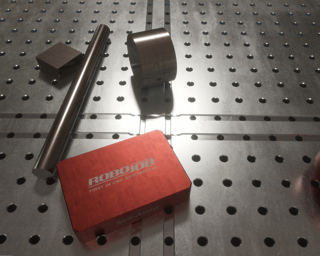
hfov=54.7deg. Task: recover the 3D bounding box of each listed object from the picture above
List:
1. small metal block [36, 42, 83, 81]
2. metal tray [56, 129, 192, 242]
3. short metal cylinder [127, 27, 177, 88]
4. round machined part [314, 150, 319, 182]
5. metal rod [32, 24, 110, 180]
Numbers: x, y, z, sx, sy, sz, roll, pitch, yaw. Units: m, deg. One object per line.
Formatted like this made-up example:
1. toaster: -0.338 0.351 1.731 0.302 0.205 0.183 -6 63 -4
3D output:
1. small metal block: -0.159 -0.107 0.496 0.050 0.025 0.050 29 56 22
2. metal tray: -0.041 0.060 0.353 0.131 0.030 0.090 -18 53 -15
3. short metal cylinder: -0.013 -0.103 0.459 0.050 0.080 0.080 -16 52 -13
4. round machined part: 0.227 0.055 0.354 0.099 0.042 0.098 0 50 0
5. metal rod: -0.119 -0.060 0.456 0.025 0.025 0.300 6 50 4
